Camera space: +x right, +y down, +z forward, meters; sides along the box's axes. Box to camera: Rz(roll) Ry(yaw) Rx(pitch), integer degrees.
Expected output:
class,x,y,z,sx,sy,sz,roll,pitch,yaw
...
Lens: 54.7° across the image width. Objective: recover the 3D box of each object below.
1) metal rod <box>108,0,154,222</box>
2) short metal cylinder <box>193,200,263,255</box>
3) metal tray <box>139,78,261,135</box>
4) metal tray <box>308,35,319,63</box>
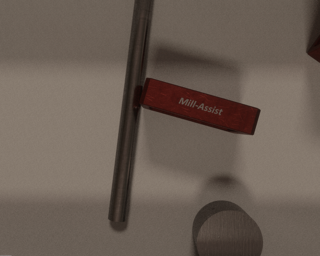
class,x,y,z,sx,sy,sz,roll,pitch,yaw
metal rod,-0.038,-0.027,0.410,0.025,0.025,0.298,7,90,-1
short metal cylinder,0.085,0.139,0.400,0.081,0.050,0.079,0,90,-1
metal tray,0.044,-0.024,0.379,0.131,0.090,0.030,16,90,-1
metal tray,0.239,-0.128,0.362,0.030,0.130,0.090,35,90,0
